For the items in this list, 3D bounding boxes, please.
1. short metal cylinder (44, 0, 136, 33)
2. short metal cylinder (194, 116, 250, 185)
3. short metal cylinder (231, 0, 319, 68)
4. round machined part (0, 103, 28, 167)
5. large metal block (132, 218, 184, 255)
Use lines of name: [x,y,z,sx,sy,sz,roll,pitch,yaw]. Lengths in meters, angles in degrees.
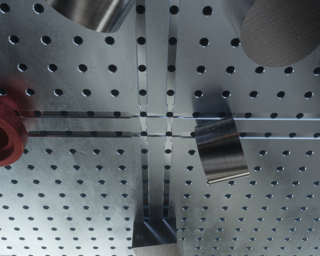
short metal cylinder: [-0.058,-0.128,0.266,0.080,0.080,0.050,26,125,-21]
short metal cylinder: [0.081,0.029,0.401,0.050,0.080,0.080,-16,129,13]
short metal cylinder: [0.115,-0.107,0.305,0.081,0.050,0.079,0,130,0]
round machined part: [-0.221,0.003,0.400,0.099,0.042,0.097,0,130,0]
large metal block: [-0.002,0.217,0.580,0.080,0.050,0.080,-9,130,7]
